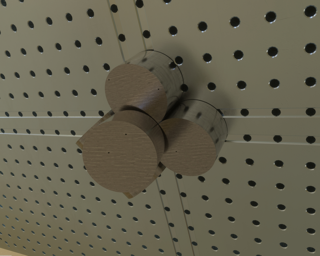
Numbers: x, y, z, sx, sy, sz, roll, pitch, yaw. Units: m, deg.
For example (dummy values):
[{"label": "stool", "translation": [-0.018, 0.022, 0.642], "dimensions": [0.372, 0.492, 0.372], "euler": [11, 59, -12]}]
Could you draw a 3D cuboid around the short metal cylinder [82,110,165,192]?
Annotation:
[{"label": "short metal cylinder", "translation": [-0.038, 0.024, 0.345], "dimensions": [0.080, 0.050, 0.079], "euler": [2, 106, 9]}]

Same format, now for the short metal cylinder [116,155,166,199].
[{"label": "short metal cylinder", "translation": [-0.032, 0.049, 0.421], "dimensions": [0.050, 0.080, 0.080], "euler": [47, 129, -5]}]

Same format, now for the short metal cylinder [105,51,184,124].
[{"label": "short metal cylinder", "translation": [-0.018, -0.047, 0.373], "dimensions": [0.080, 0.050, 0.079], "euler": [13, 124, 20]}]

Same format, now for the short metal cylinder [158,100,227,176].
[{"label": "short metal cylinder", "translation": [0.037, 0.012, 0.381], "dimensions": [0.080, 0.050, 0.079], "euler": [13, 124, 20]}]

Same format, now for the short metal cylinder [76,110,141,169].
[{"label": "short metal cylinder", "translation": [-0.065, 0.012, 0.415], "dimensions": [0.050, 0.080, 0.080], "euler": [47, 129, -5]}]
